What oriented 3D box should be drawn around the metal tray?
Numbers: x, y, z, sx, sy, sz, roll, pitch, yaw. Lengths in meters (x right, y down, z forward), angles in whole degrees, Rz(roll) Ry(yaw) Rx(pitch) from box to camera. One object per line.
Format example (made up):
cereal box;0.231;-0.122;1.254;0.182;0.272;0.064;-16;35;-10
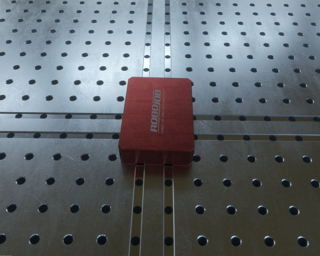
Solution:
metal tray;-0.002;-0.014;0.415;0.091;0.030;0.130;2;50;1
